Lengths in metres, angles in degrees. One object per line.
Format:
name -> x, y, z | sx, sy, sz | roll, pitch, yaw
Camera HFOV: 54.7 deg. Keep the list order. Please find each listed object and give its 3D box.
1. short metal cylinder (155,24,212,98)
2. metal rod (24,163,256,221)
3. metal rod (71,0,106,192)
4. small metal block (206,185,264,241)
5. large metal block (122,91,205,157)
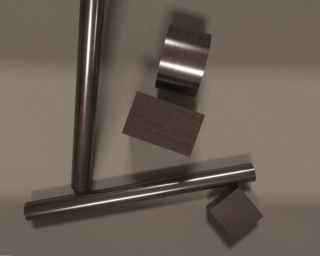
short metal cylinder -> 0.028, -0.083, 0.384 | 0.050, 0.080, 0.080 | 14, 90, -1
metal rod -> -0.025, 0.084, 0.411 | 0.302, 0.025, 0.025 | -10, 90, -1
metal rod -> -0.082, -0.056, 0.350 | 0.025, 0.025, 0.298 | 10, 115, -1
small metal block -> 0.099, 0.111, 0.413 | 0.050, 0.025, 0.050 | -39, 91, 0
large metal block -> 0.004, -0.005, 0.384 | 0.080, 0.080, 0.050 | 20, 90, -1
